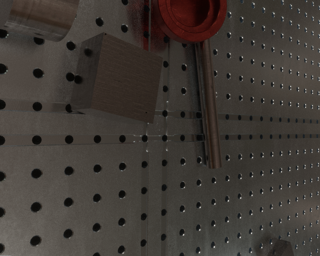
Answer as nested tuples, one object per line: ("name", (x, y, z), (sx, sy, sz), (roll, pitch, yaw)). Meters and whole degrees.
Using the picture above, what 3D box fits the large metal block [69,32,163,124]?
("large metal block", (-0.049, -0.051, 0.354), (0.081, 0.050, 0.080), (14, 81, -40))

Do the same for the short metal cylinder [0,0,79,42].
("short metal cylinder", (-0.113, -0.124, 0.280), (0.050, 0.080, 0.080), (4, 88, -40))

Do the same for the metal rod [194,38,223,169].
("metal rod", (0.069, -0.087, 0.468), (0.025, 0.025, 0.298), (-11, 97, -40))

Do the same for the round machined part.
("round machined part", (0.037, -0.163, 0.417), (0.099, 0.042, 0.097), (-2, 96, -20))

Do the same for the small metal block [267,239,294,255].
("small metal block", (0.243, 0.260, 0.617), (0.050, 0.025, 0.050), (-33, 111, -35))
